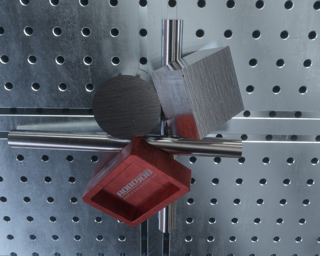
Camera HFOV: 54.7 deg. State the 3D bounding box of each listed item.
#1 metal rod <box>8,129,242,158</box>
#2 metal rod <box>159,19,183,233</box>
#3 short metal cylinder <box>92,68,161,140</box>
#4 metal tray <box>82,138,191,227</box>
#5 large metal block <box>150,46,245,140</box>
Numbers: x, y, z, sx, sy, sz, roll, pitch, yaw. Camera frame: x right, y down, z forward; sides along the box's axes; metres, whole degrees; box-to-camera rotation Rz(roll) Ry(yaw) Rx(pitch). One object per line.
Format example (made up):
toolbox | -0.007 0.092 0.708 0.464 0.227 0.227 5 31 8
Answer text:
metal rod | -0.049 0.020 0.402 0.302 0.025 0.025 2 110 6
metal rod | 0.013 0.011 0.417 0.025 0.025 0.298 1 110 -1
short metal cylinder | -0.039 -0.032 0.388 0.081 0.050 0.079 0 110 0
metal tray | -0.033 0.077 0.411 0.090 0.030 0.129 34 127 -18
large metal block | 0.046 -0.042 0.364 0.081 0.050 0.080 -31 113 -31
